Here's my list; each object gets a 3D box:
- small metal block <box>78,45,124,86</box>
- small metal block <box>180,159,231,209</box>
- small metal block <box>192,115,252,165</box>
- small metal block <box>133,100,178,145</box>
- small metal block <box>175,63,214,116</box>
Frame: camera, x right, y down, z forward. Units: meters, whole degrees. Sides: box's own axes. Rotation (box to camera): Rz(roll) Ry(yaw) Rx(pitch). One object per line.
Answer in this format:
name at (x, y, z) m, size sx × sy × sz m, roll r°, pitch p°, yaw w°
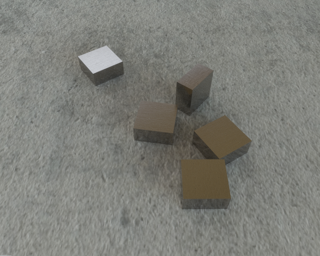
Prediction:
small metal block at (-0.092, -0.098, 0.484) m, size 0.050 × 0.025 × 0.050 m, roll -29°, pitch 56°, yaw -22°
small metal block at (0.049, 0.063, 0.351) m, size 0.050 × 0.025 × 0.050 m, roll 0°, pitch 50°, yaw -1°
small metal block at (0.077, 0.017, 0.390) m, size 0.050 × 0.025 × 0.050 m, roll -26°, pitch 55°, yaw -20°
small metal block at (-0.005, -0.007, 0.409) m, size 0.050 × 0.025 × 0.050 m, roll 7°, pitch 50°, yaw 5°
small metal block at (0.047, -0.054, 0.433) m, size 0.025 × 0.050 × 0.050 m, roll 32°, pitch 57°, yaw 23°
